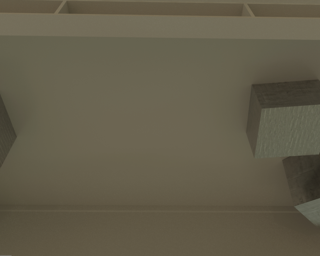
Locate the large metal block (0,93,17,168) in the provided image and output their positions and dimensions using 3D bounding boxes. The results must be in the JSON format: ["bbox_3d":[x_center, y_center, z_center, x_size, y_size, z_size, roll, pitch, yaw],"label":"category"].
[{"bbox_3d":[-0.225,0.008,0.377,0.050,0.080,0.079,0,130,-1],"label":"large metal block"}]

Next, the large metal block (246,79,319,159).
[{"bbox_3d":[0.157,-0.010,0.385,0.080,0.050,0.080,-4,130,3],"label":"large metal block"}]

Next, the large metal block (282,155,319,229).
[{"bbox_3d":[0.227,0.088,0.446,0.050,0.080,0.080,-32,124,32],"label":"large metal block"}]
